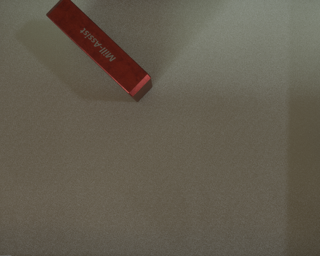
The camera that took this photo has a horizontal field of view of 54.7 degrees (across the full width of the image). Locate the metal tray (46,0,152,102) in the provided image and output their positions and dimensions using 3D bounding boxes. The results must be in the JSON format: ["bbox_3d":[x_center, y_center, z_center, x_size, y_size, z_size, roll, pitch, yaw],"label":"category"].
[{"bbox_3d":[-0.067,-0.089,0.377,0.130,0.090,0.030,43,90,-1],"label":"metal tray"}]
